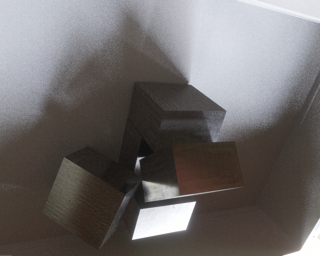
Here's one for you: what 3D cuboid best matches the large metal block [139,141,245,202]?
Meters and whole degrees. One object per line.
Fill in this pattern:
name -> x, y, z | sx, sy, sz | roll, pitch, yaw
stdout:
large metal block -> 0.032, 0.050, 0.349 | 0.081, 0.080, 0.050 | -1, 74, -29

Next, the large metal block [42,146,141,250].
large metal block -> -0.080, 0.080, 0.368 | 0.079, 0.080, 0.050 | -64, 169, 18

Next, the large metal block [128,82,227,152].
large metal block -> 0.017, -0.016, 0.371 | 0.081, 0.080, 0.050 | -1, 119, -28

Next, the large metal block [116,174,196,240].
large metal block -> -0.011, 0.099, 0.427 | 0.081, 0.080, 0.050 | 0, 118, -29

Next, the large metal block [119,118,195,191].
large metal block -> -0.005, 0.033, 0.412 | 0.081, 0.050, 0.079 | -1, 119, -29
